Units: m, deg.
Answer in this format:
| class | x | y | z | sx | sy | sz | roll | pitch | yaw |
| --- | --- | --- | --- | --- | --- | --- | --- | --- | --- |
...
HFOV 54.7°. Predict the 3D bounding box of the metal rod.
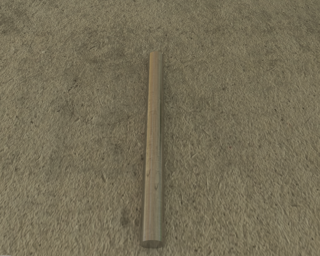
| class | x | y | z | sx | sy | sz | roll | pitch | yaw |
| --- | --- | --- | --- | --- | --- | --- | --- | --- | --- |
| metal rod | -0.007 | 0.001 | 0.404 | 0.025 | 0.025 | 0.300 | 0 | 50 | 0 |
